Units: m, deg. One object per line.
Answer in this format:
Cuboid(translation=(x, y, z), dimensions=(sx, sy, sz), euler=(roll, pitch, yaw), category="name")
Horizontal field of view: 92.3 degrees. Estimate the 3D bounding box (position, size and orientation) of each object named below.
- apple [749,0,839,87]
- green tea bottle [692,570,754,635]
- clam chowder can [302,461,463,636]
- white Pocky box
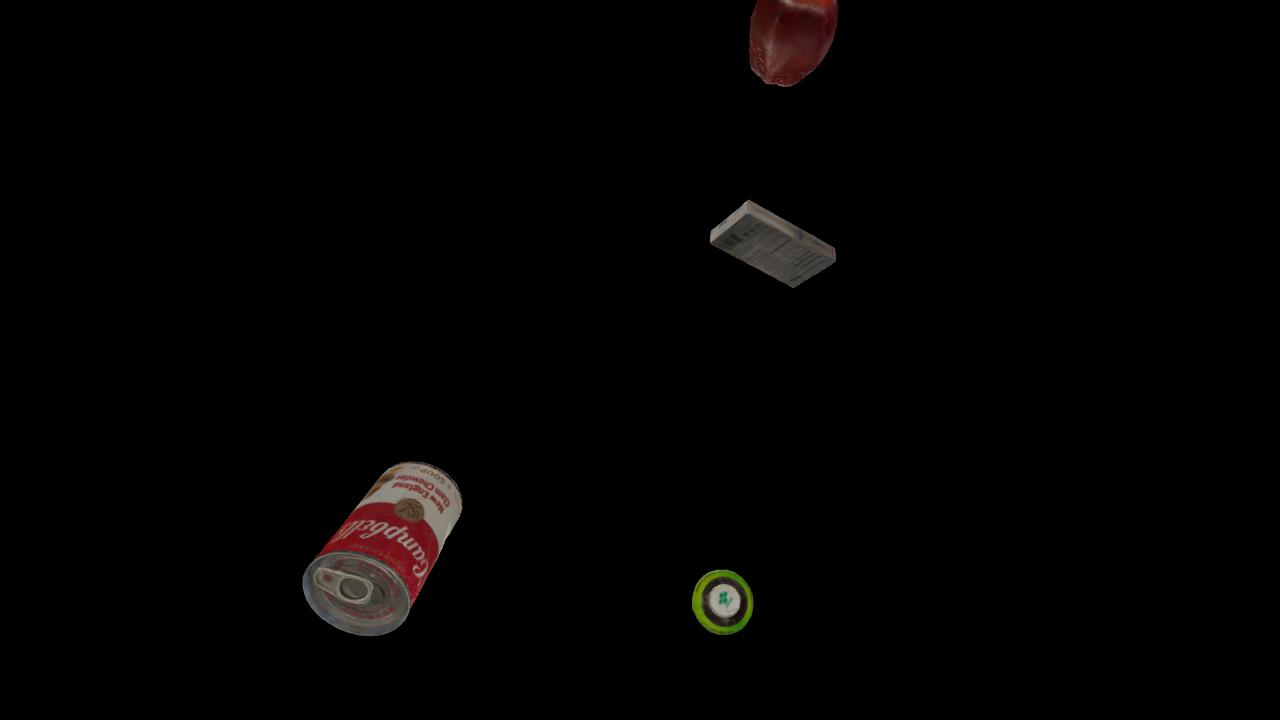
Cuboid(translation=(0.139, -0.300, 0.561), dimensions=(0.079, 0.079, 0.093), euler=(0, -32, -8), category="apple")
Cuboid(translation=(0.095, 0.283, 0.715), dimensions=(0.073, 0.073, 0.212), euler=(0, -21, 5), category="green tea bottle")
Cuboid(translation=(-0.170, 0.124, 0.422), dimensions=(0.068, 0.068, 0.102), euler=(0, 24, 5), category="clam chowder can")
Cuboid(translation=(0.179, -0.153, 0.829), dimensions=(0.154, 0.028, 0.084), euler=(22, -31, -24), category="white Pocky box")
